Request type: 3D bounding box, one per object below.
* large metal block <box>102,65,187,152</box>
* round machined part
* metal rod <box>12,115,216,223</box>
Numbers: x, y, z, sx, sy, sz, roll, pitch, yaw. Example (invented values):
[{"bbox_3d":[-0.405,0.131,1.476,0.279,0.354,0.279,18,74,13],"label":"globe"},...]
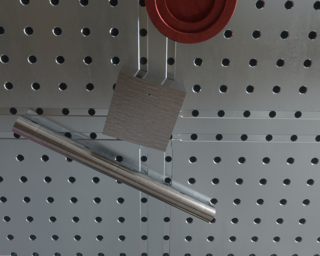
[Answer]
[{"bbox_3d":[-0.020,-0.025,0.390,0.080,0.050,0.079,17,109,-6],"label":"large metal block"},{"bbox_3d":[0.034,-0.148,0.346,0.099,0.042,0.097,1,117,1],"label":"round machined part"},{"bbox_3d":[-0.056,0.061,0.435,0.301,0.025,0.025,27,108,-10],"label":"metal rod"}]
